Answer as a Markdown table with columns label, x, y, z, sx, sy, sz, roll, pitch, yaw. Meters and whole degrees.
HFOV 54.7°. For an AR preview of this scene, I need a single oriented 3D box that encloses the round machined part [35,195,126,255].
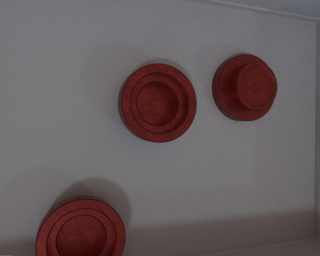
| label | x | y | z | sx | sy | sz | roll | pitch | yaw |
| --- | --- | --- | --- | --- | --- | --- | --- | --- | --- |
| round machined part | -0.094 | 0.128 | 0.367 | 0.099 | 0.042 | 0.097 | 0 | 89 | -20 |

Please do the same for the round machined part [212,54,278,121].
| label | x | y | z | sx | sy | sz | roll | pitch | yaw |
| --- | --- | --- | --- | --- | --- | --- | --- | --- | --- |
| round machined part | 0.129 | -0.058 | 0.449 | 0.099 | 0.042 | 0.097 | 0 | 90 | -20 |

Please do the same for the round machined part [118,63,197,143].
| label | x | y | z | sx | sy | sz | roll | pitch | yaw |
| --- | --- | --- | --- | --- | --- | --- | --- | --- | --- |
| round machined part | -0.006 | -0.031 | 0.399 | 0.099 | 0.042 | 0.097 | 0 | 90 | -20 |
